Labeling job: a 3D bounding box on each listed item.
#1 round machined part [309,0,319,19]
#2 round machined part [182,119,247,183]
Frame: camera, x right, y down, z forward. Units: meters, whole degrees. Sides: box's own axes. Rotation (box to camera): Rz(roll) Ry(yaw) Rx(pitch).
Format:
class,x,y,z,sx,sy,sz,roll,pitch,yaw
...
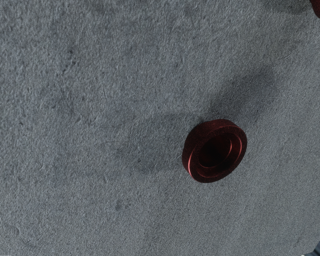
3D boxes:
class,x,y,z,sx,sy,sz,roll,pitch,yaw
round machined part,0.235,-0.191,0.406,0.099,0.042,0.097,-14,124,-21
round machined part,0.075,0.029,0.455,0.099,0.042,0.097,-14,124,-21
